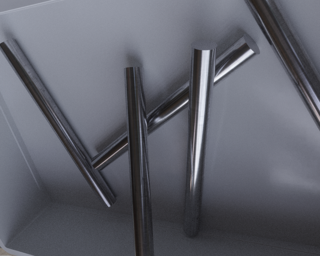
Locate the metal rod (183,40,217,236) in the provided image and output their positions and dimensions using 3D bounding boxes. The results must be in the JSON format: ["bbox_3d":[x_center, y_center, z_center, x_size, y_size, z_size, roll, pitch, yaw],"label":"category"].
[{"bbox_3d":[0.045,0.038,0.387,0.025,0.025,0.298,14,131,20],"label":"metal rod"}]

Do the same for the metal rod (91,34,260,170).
[{"bbox_3d":[-0.003,-0.014,0.400,0.025,0.025,0.299,49,128,-6],"label":"metal rod"}]

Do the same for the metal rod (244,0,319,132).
[{"bbox_3d":[0.167,-0.013,0.312,0.025,0.025,0.299,-27,104,37],"label":"metal rod"}]

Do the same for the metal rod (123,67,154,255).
[{"bbox_3d":[-0.025,0.075,0.389,0.025,0.025,0.298,-1,93,28],"label":"metal rod"}]

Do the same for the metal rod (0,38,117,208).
[{"bbox_3d":[-0.154,0.002,0.488,0.025,0.025,0.299,-17,110,34],"label":"metal rod"}]
